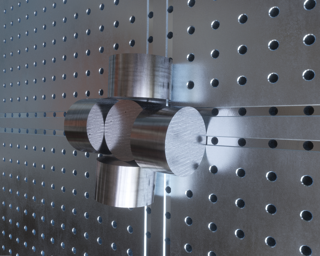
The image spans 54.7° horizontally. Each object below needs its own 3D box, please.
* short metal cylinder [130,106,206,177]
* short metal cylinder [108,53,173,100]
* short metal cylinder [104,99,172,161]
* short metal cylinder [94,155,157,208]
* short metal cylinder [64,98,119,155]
[{"bbox_3d":[0.012,0.014,0.364,0.050,0.081,0.079,5,93,39],"label":"short metal cylinder"},{"bbox_3d":[-0.025,-0.062,0.394,0.080,0.081,0.050,4,92,40],"label":"short metal cylinder"},{"bbox_3d":[-0.029,0.003,0.418,0.080,0.050,0.080,0,90,38],"label":"short metal cylinder"},{"bbox_3d":[-0.045,0.068,0.409,0.080,0.081,0.050,8,95,39],"label":"short metal cylinder"},{"bbox_3d":[-0.089,-0.003,0.447,0.050,0.081,0.079,2,92,39],"label":"short metal cylinder"}]
